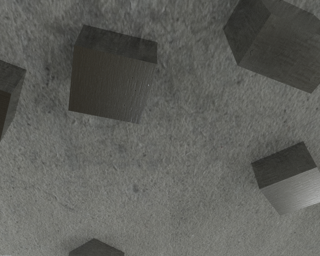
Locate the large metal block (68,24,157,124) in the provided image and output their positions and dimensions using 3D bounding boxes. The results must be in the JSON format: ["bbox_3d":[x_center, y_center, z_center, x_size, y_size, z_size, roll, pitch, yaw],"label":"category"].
[{"bbox_3d":[-0.052,-0.057,0.341,0.081,0.050,0.079,11,129,-10],"label":"large metal block"}]

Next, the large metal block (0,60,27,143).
[{"bbox_3d":[-0.210,-0.038,0.355,0.080,0.050,0.079,21,127,-17],"label":"large metal block"}]

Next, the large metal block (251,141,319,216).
[{"bbox_3d":[0.195,0.077,0.460,0.080,0.050,0.080,-28,125,21],"label":"large metal block"}]

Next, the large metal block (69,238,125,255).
[{"bbox_3d":[-0.130,0.274,0.623,0.080,0.050,0.080,-36,122,26],"label":"large metal block"}]

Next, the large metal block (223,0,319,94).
[{"bbox_3d":[0.115,-0.087,0.299,0.081,0.080,0.050,17,128,-14],"label":"large metal block"}]
